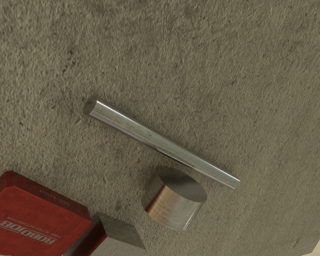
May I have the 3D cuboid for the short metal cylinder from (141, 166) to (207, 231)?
[{"bbox_3d":[0.020,0.099,0.444,0.081,0.080,0.050,18,109,-35],"label":"short metal cylinder"}]

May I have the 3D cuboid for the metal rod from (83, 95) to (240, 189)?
[{"bbox_3d":[0.024,0.034,0.440,0.301,0.025,0.025,30,102,-38],"label":"metal rod"}]

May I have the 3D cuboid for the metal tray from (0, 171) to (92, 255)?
[{"bbox_3d":[-0.163,0.119,0.388,0.090,0.030,0.130,-45,129,3],"label":"metal tray"}]

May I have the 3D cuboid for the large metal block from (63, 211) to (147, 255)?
[{"bbox_3d":[-0.082,0.180,0.458,0.080,0.050,0.080,-48,129,5],"label":"large metal block"}]
